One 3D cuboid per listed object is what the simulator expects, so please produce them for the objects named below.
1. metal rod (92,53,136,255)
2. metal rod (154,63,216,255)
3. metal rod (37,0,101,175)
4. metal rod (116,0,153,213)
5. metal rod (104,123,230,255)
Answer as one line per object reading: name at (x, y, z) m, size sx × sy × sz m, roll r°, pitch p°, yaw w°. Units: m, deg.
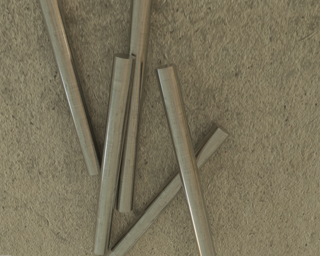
metal rod at (-0.065, 0.052, 0.412) m, size 0.025 × 0.025 × 0.298 m, roll 9°, pitch 115°, yaw -4°
metal rod at (0.039, 0.065, 0.406) m, size 0.025 × 0.025 × 0.298 m, roll -12°, pitch 110°, yaw 4°
metal rod at (-0.114, -0.078, 0.379) m, size 0.025 × 0.025 × 0.298 m, roll -9°, pitch 110°, yaw 3°
metal rod at (-0.036, -0.023, 0.400) m, size 0.025 × 0.025 × 0.298 m, roll 6°, pitch 110°, yaw -2°
metal rod at (-0.005, 0.115, 0.451) m, size 0.025 × 0.025 × 0.299 m, roll 34°, pitch 106°, yaw -12°
